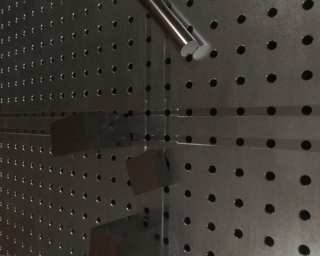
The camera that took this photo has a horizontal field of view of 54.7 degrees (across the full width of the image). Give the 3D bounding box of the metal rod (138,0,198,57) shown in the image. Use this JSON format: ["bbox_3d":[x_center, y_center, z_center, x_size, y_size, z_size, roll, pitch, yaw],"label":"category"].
[{"bbox_3d":[-0.039,-0.211,0.439,0.025,0.025,0.299,-48,62,29],"label":"metal rod"}]

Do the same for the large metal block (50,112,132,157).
[{"bbox_3d":[-0.101,0.010,0.455,0.080,0.081,0.050,-14,82,39],"label":"large metal block"}]

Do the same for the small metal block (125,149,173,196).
[{"bbox_3d":[-0.016,0.060,0.420,0.050,0.025,0.050,-26,74,36],"label":"small metal block"}]

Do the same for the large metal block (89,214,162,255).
[{"bbox_3d":[-0.046,0.169,0.409,0.050,0.081,0.079,8,95,39],"label":"large metal block"}]
